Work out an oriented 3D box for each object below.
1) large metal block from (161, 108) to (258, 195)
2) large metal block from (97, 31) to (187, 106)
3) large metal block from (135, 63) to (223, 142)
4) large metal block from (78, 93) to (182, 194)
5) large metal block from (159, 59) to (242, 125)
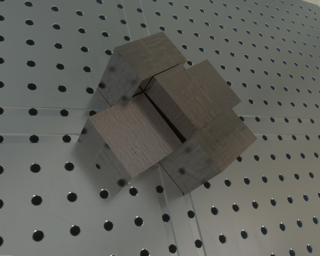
[{"bbox_3d":[0.060,0.029,0.386,0.081,0.080,0.050,-32,80,-39],"label":"large metal block"},{"bbox_3d":[-0.024,-0.069,0.401,0.081,0.080,0.050,-32,79,-38],"label":"large metal block"},{"bbox_3d":[0.018,-0.020,0.394,0.050,0.080,0.080,-33,80,-38],"label":"large metal block"},{"bbox_3d":[-0.034,0.016,0.365,0.081,0.050,0.080,-30,78,-38],"label":"large metal block"},{"bbox_3d":[0.056,-0.042,0.446,0.081,0.050,0.080,-33,82,-38],"label":"large metal block"}]
